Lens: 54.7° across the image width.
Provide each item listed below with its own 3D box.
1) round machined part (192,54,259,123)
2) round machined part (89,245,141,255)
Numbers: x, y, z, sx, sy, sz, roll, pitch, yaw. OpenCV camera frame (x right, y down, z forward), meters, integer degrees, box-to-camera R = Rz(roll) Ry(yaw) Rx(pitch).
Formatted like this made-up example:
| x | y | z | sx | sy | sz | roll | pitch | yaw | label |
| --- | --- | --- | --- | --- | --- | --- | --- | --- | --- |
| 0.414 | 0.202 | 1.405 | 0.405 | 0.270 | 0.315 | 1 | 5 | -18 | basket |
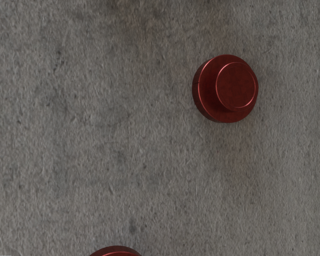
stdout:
| x | y | z | sx | sy | sz | roll | pitch | yaw | label |
| --- | --- | --- | --- | --- | --- | --- | --- | --- | --- |
| 0.098 | -0.056 | 0.438 | 0.099 | 0.042 | 0.097 | 0 | 90 | -21 | round machined part |
| -0.059 | 0.192 | 0.379 | 0.099 | 0.042 | 0.097 | 0 | 90 | -21 | round machined part |
